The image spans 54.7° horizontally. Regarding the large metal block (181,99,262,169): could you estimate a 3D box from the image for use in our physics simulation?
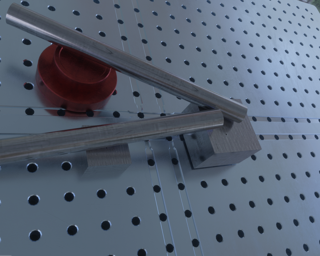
[{"bbox_3d":[0.081,0.006,0.430,0.081,0.050,0.080,-2,63,-30],"label":"large metal block"}]

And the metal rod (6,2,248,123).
[{"bbox_3d":[-0.029,-0.073,0.376,0.302,0.025,0.025,22,53,-12],"label":"metal rod"}]

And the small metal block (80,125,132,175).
[{"bbox_3d":[-0.065,0.024,0.360,0.050,0.025,0.050,0,62,-29],"label":"small metal block"}]

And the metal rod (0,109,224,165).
[{"bbox_3d":[-0.067,0.010,0.332,0.303,0.025,0.025,-9,66,-21],"label":"metal rod"}]

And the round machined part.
[{"bbox_3d":[-0.100,-0.072,0.388,0.099,0.042,0.098,14,56,-21],"label":"round machined part"}]
